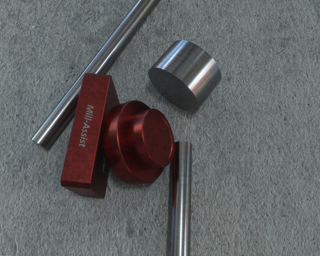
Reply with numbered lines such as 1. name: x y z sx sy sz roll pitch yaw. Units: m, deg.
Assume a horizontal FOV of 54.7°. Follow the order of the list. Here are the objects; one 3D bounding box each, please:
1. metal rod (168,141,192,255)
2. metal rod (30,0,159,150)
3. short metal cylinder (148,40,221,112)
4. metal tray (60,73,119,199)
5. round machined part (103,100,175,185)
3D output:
1. metal rod: 0.021 0.161 0.349 0.025 0.025 0.299 3 70 1
2. metal rod: -0.080 -0.100 0.444 0.025 0.025 0.300 29 72 10
3. short metal cylinder: 0.032 -0.067 0.404 0.080 0.080 0.050 36 74 12
4. metal tray: -0.077 0.012 0.368 0.030 0.090 0.130 6 70 2
5. round machined part: -0.018 0.015 0.361 0.042 0.098 0.098 -14 67 29
